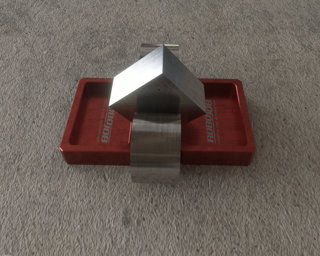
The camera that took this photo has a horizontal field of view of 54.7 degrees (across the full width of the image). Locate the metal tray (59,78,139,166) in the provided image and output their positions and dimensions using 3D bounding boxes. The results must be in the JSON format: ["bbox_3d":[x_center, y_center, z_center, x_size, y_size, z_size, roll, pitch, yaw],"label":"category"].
[{"bbox_3d":[-0.071,-0.013,0.412,0.091,0.030,0.130,1,50,1],"label":"metal tray"}]

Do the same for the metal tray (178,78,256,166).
[{"bbox_3d":[0.069,-0.012,0.413,0.091,0.030,0.130,1,50,1],"label":"metal tray"}]

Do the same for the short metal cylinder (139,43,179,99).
[{"bbox_3d":[0.000,-0.077,0.434,0.050,0.080,0.080,2,50,1],"label":"short metal cylinder"}]

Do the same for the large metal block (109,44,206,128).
[{"bbox_3d":[-0.002,-0.040,0.376,0.080,0.080,0.050,-27,43,31],"label":"large metal block"}]

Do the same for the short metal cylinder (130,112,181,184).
[{"bbox_3d":[-0.004,0.023,0.350,0.050,0.080,0.080,2,50,1],"label":"short metal cylinder"}]
